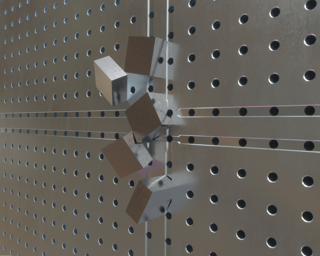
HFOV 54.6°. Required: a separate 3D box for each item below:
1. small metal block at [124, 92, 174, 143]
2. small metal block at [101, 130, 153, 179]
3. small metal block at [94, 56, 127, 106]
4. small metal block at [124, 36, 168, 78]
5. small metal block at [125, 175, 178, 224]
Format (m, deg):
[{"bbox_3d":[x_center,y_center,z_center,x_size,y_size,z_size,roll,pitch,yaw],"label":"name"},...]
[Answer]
[{"bbox_3d":[-0.016,-0.014,0.423,0.050,0.025,0.050,-36,68,34],"label":"small metal block"},{"bbox_3d":[-0.047,0.037,0.436,0.050,0.025,0.050,-29,97,38],"label":"small metal block"},{"bbox_3d":[-0.072,-0.069,0.456,0.050,0.025,0.050,48,150,29],"label":"small metal block"},{"bbox_3d":[-0.020,-0.098,0.427,0.050,0.025,0.050,15,100,39],"label":"small metal block"},{"bbox_3d":[-0.011,0.092,0.403,0.025,0.050,0.050,37,113,34],"label":"small metal block"}]
